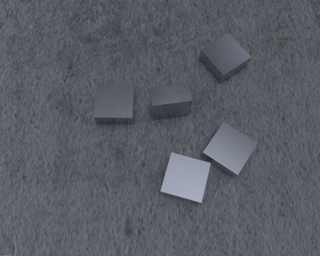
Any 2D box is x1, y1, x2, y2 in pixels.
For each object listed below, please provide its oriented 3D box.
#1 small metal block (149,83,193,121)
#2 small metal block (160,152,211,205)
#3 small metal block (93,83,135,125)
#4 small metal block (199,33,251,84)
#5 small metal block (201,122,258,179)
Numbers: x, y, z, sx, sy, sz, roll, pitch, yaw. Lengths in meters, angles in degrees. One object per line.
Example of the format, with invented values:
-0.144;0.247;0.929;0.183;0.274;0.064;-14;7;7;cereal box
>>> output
0.013;-0.034;0.407;0.050;0.050;0.025;-8;71;-3;small metal block
0.031;0.063;0.385;0.050;0.025;0.050;15;71;5;small metal block
-0.060;-0.033;0.419;0.050;0.025;0.050;1;70;0;small metal block
0.093;-0.100;0.446;0.050;0.025;0.050;-33;74;-12;small metal block
0.088;0.029;0.399;0.050;0.025;0.050;33;73;11;small metal block
